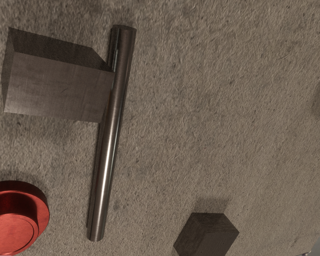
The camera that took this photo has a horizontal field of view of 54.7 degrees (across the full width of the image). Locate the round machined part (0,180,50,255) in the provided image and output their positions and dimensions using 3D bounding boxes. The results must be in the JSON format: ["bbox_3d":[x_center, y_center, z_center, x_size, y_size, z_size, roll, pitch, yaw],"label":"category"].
[{"bbox_3d":[-0.182,0.114,0.367,0.099,0.042,0.097,-14,125,-21],"label":"round machined part"}]

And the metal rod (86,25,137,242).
[{"bbox_3d":[-0.066,0.026,0.388,0.025,0.025,0.298,-2,120,-28],"label":"metal rod"}]

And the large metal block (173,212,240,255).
[{"bbox_3d":[0.084,0.203,0.565,0.081,0.050,0.079,12,112,-34],"label":"large metal block"}]

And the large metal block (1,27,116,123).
[{"bbox_3d":[-0.098,-0.049,0.288,0.081,0.080,0.050,7,115,-32],"label":"large metal block"}]
